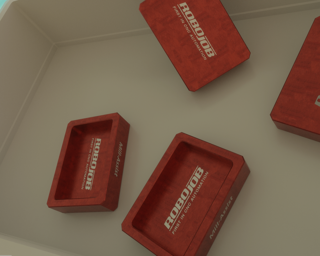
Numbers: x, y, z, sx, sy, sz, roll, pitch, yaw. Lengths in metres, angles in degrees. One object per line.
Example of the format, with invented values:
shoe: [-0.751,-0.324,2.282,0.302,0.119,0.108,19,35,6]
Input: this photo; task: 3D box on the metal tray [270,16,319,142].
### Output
metal tray: [0.185,-0.049,0.321,0.090,0.030,0.130,23,84,36]

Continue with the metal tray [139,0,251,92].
metal tray: [0.045,-0.124,0.402,0.090,0.030,0.130,-32,97,8]

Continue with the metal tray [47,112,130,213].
metal tray: [-0.095,0.047,0.423,0.090,0.030,0.130,-9,58,23]

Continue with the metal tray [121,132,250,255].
metal tray: [0.028,0.077,0.340,0.090,0.030,0.130,22,73,36]

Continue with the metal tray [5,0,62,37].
metal tray: [-0.294,-0.274,0.728,0.090,0.030,0.130,14,69,33]
